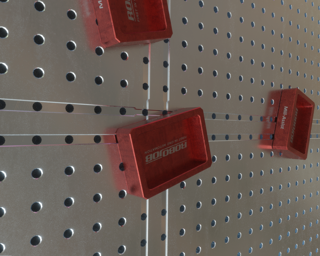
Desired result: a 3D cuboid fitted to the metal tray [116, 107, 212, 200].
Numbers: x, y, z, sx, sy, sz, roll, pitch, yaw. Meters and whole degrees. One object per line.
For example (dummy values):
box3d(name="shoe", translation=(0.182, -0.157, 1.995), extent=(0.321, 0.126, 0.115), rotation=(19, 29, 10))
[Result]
box3d(name="metal tray", translation=(0.011, 0.029, 0.417), extent=(0.131, 0.030, 0.089), rotation=(-19, 102, -39))

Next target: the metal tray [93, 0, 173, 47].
box3d(name="metal tray", translation=(-0.037, -0.169, 0.375), extent=(0.091, 0.030, 0.129), rotation=(-19, 102, -39))

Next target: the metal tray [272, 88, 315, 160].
box3d(name="metal tray", translation=(0.280, -0.007, 0.645), extent=(0.090, 0.030, 0.130), rotation=(24, 75, -38))
